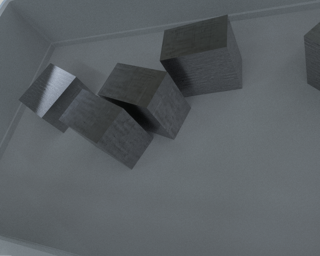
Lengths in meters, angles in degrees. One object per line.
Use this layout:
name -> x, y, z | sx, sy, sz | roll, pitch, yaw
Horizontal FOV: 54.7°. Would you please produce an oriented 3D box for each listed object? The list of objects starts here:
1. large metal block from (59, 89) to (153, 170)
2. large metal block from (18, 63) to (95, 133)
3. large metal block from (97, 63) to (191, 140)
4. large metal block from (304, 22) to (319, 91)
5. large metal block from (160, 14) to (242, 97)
large metal block -> -0.069, 0.002, 0.404 | 0.080, 0.080, 0.050 | 26, 76, 36
large metal block -> -0.168, -0.050, 0.506 | 0.080, 0.050, 0.080 | 29, 77, 37
large metal block -> -0.018, -0.034, 0.400 | 0.080, 0.080, 0.050 | 17, 71, 34
large metal block -> 0.196, -0.064, 0.307 | 0.050, 0.080, 0.080 | -41, 51, 0
large metal block -> 0.056, -0.087, 0.394 | 0.080, 0.080, 0.050 | -6, 59, 24
